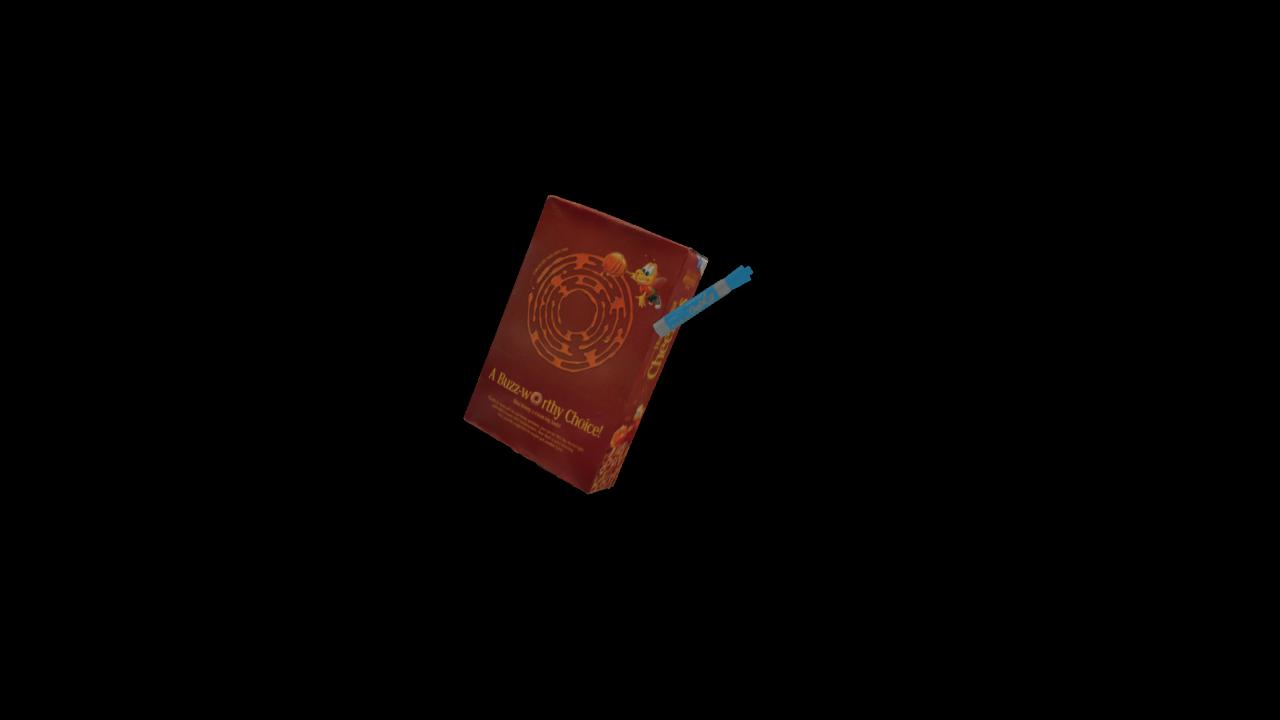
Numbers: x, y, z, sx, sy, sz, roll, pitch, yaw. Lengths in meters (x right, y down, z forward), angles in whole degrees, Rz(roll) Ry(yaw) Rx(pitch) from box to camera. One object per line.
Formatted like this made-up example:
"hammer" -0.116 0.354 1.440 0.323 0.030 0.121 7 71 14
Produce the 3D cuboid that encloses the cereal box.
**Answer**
"cereal box" -0.070 -0.022 0.746 0.203 0.306 0.081 25 6 22

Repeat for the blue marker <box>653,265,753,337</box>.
"blue marker" 0.067 -0.063 0.657 0.121 0.020 0.020 -33 -12 19
